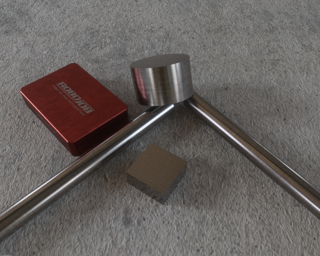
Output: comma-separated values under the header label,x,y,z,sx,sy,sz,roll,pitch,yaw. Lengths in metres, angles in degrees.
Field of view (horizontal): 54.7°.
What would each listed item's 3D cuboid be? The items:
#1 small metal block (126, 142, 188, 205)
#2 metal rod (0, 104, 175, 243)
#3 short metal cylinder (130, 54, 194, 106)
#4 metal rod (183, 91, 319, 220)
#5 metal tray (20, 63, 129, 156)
label,x,y,z,sx,sy,sz,roll,pitch,yaw
small metal block,-0.003,0.052,0.359,0.050,0.025,0.050,27,55,21
metal rod,-0.095,0.050,0.359,0.025,0.025,0.302,37,59,27
short metal cylinder,0.003,-0.067,0.423,0.080,0.050,0.080,-8,23,4
metal rod,0.136,0.048,0.363,0.025,0.025,0.300,-32,57,-24
metal tray,-0.117,-0.031,0.425,0.091,0.030,0.130,-35,59,-26
